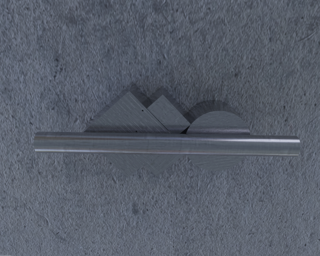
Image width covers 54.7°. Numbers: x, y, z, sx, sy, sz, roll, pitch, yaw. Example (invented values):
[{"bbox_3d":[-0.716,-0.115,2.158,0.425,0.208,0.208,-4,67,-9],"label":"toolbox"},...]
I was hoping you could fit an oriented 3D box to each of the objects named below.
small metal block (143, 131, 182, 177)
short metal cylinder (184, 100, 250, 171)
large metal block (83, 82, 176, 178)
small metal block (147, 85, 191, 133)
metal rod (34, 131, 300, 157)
[{"bbox_3d":[0.006,0.029,0.409,0.050,0.050,0.025,-40,106,13],"label":"small metal block"},{"bbox_3d":[0.070,0.008,0.401,0.081,0.050,0.079,0,110,0],"label":"short metal cylinder"},{"bbox_3d":[-0.038,0.002,0.396,0.080,0.050,0.080,-40,106,13],"label":"large metal block"},{"bbox_3d":[0.011,-0.022,0.390,0.025,0.050,0.050,-41,106,13],"label":"small metal block"},{"bbox_3d":[0.009,0.019,0.363,0.302,0.025,0.025,1,110,-1],"label":"metal rod"}]
